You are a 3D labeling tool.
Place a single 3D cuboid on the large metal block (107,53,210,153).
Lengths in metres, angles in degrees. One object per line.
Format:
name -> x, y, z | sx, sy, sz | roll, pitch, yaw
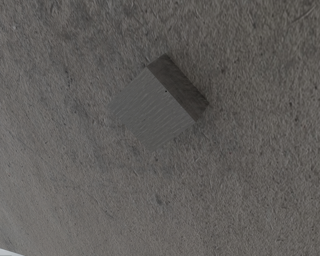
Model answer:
large metal block -> -0.002, -0.029, 0.375 | 0.080, 0.050, 0.080 | 48, 129, -6
